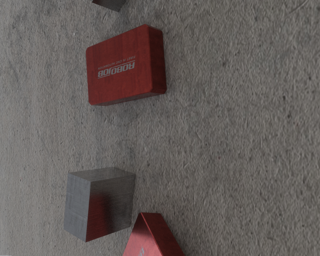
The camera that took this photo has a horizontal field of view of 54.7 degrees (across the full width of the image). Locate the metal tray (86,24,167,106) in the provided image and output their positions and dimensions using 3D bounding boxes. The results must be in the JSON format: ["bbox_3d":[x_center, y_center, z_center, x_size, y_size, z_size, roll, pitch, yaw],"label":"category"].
[{"bbox_3d":[-0.053,-0.085,0.445,0.130,0.030,0.089,-7,86,39],"label":"metal tray"}]

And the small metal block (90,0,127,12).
[{"bbox_3d":[-0.070,-0.202,0.447,0.050,0.050,0.025,-45,63,31],"label":"small metal block"}]

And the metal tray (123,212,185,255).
[{"bbox_3d":[-0.019,0.186,0.394,0.090,0.030,0.129,47,121,58],"label":"metal tray"}]

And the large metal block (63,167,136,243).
[{"bbox_3d":[-0.084,0.103,0.439,0.050,0.081,0.079,10,97,39],"label":"large metal block"}]
